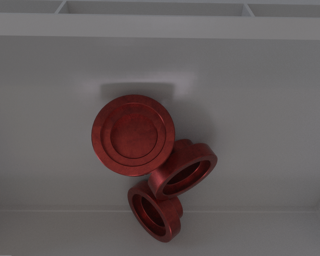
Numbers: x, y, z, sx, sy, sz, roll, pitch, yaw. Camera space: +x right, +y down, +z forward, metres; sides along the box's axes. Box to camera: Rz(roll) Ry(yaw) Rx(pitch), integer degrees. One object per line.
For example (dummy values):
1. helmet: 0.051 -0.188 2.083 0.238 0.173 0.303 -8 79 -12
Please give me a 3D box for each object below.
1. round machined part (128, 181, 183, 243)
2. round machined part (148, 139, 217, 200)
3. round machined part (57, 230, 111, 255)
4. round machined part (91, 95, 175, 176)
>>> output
1. round machined part: -0.003 0.123 0.480 0.042 0.098 0.097 -32 140 -33
2. round machined part: 0.026 0.052 0.423 0.099 0.042 0.098 -26 150 -16
3. round machined part: -0.144 0.234 0.598 0.099 0.042 0.097 0 130 0
4. round machined part: -0.031 0.011 0.383 0.099 0.098 0.042 0 168 0
